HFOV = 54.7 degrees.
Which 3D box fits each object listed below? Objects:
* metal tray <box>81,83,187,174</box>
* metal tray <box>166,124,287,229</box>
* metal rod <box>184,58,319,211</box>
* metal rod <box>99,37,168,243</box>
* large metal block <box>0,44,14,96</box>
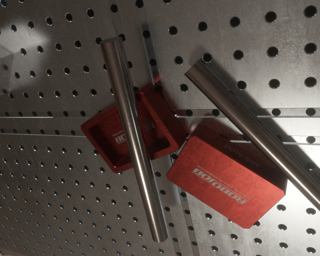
[{"bbox_3d":[-0.039,0.006,0.430,0.130,0.030,0.090,-25,105,36],"label":"metal tray"},{"bbox_3d":[0.083,0.065,0.404,0.130,0.030,0.089,32,128,6],"label":"metal tray"},{"bbox_3d":[0.143,0.036,0.357,0.300,0.025,0.025,45,129,-4],"label":"metal rod"},{"bbox_3d":[-0.027,0.034,0.405,0.025,0.025,0.298,3,120,26],"label":"metal rod"},{"bbox_3d":[-0.276,-0.082,0.467,0.050,0.080,0.079,35,129,5],"label":"large metal block"}]
